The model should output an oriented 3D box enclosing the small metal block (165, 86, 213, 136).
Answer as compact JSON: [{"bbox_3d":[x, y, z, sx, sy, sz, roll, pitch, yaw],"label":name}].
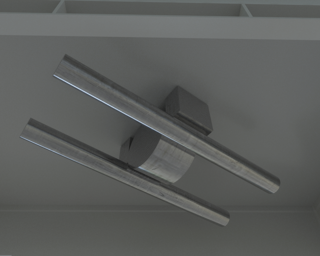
[{"bbox_3d":[0.034,-0.017,0.376,0.050,0.050,0.025,30,124,-23],"label":"small metal block"}]

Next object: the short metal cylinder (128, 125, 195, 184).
[{"bbox_3d":[0.002,0.025,0.392,0.050,0.080,0.080,30,124,-23],"label":"short metal cylinder"}]

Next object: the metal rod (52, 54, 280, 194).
[{"bbox_3d":[0.027,0.008,0.349,0.301,0.025,0.025,29,124,-23],"label":"metal rod"}]

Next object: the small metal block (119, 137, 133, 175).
[{"bbox_3d":[-0.029,0.048,0.431,0.050,0.050,0.025,30,124,-23],"label":"small metal block"}]

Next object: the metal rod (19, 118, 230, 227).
[{"bbox_3d":[-0.027,0.067,0.400,0.301,0.025,0.025,29,124,-23],"label":"metal rod"}]
